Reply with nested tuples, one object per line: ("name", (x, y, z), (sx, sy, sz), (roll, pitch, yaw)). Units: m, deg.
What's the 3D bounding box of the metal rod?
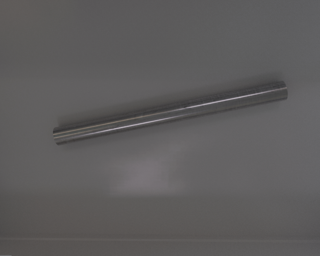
("metal rod", (0.010, -0.018, 0.404), (0.301, 0.025, 0.025), (-11, 110, 4))
